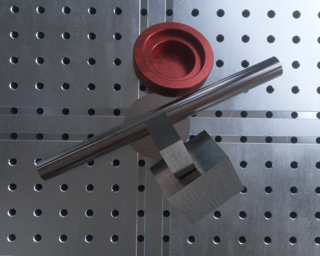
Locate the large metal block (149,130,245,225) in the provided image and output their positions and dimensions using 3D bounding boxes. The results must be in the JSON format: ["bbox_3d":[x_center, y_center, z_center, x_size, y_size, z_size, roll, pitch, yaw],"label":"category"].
[{"bbox_3d":[0.047,0.062,0.379,0.080,0.050,0.080,-35,135,0],"label":"large metal block"}]

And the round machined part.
[{"bbox_3d":[0.015,-0.082,0.393,0.099,0.042,0.098,2,67,-6],"label":"round machined part"}]

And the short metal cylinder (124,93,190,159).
[{"bbox_3d":[-0.004,-0.003,0.400,0.081,0.050,0.079,0,90,-1],"label":"short metal cylinder"}]

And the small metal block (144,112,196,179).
[{"bbox_3d":[0.011,0.019,0.340,0.025,0.050,0.050,-29,132,0],"label":"small metal block"}]

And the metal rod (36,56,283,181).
[{"bbox_3d":[0.000,-0.011,0.363,0.301,0.025,0.025,-24,90,-1],"label":"metal rod"}]
